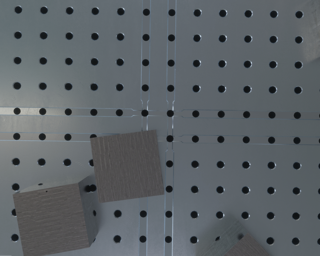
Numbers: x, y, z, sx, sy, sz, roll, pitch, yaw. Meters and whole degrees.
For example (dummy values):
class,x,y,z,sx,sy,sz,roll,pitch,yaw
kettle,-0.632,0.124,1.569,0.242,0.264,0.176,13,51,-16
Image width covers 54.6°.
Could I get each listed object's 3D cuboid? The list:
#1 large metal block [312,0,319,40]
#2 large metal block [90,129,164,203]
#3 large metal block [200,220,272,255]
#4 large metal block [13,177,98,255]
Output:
class,x,y,z,sx,sy,sz,roll,pitch,yaw
large metal block,0.256,-0.148,0.402,0.080,0.050,0.080,-12,90,0
large metal block,-0.040,0.046,0.401,0.080,0.050,0.080,-8,90,0
large metal block,0.106,0.183,0.402,0.080,0.050,0.080,-44,90,0
large metal block,-0.132,0.112,0.400,0.080,0.050,0.080,-10,90,0
